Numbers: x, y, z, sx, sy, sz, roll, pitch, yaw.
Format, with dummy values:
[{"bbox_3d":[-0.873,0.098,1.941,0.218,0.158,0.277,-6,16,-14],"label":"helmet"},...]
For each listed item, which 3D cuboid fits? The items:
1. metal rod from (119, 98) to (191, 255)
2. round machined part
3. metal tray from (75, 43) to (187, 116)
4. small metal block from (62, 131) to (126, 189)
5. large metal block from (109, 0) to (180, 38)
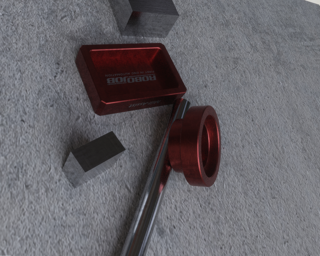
[{"bbox_3d":[-0.009,0.079,0.350,0.025,0.025,0.300,28,52,-11],"label":"metal rod"},{"bbox_3d":[0.042,0.022,0.380,0.098,0.042,0.097,-1,90,-65],"label":"round machined part"},{"bbox_3d":[-0.037,-0.071,0.423,0.131,0.030,0.090,-12,68,-33],"label":"metal tray"},{"bbox_3d":[-0.071,0.034,0.329,0.050,0.050,0.025,-29,78,-37],"label":"small metal block"},{"bbox_3d":[-0.028,-0.192,0.490,0.081,0.050,0.080,-7,65,-31],"label":"large metal block"}]
